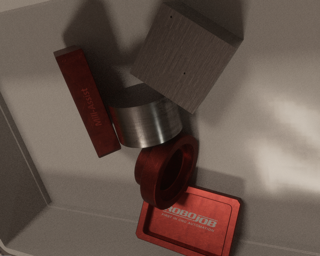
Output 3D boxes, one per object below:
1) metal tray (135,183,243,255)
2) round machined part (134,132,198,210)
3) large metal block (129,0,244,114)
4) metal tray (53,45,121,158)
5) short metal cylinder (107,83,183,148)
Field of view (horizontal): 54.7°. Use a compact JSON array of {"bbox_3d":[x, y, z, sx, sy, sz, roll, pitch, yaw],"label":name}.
[{"bbox_3d":[0.039,0.125,0.429,0.130,0.030,0.090,12,86,21],"label":"metal tray"},{"bbox_3d":[0.005,0.049,0.389,0.042,0.099,0.097,21,127,30],"label":"round machined part"},{"bbox_3d":[0.027,-0.075,0.325,0.080,0.050,0.079,34,122,5],"label":"large metal block"},{"bbox_3d":[-0.094,-0.036,0.395,0.090,0.030,0.129,41,152,64],"label":"metal tray"},{"bbox_3d":[-0.017,-0.018,0.370,0.080,0.080,0.050,0,119,28],"label":"short metal cylinder"}]
